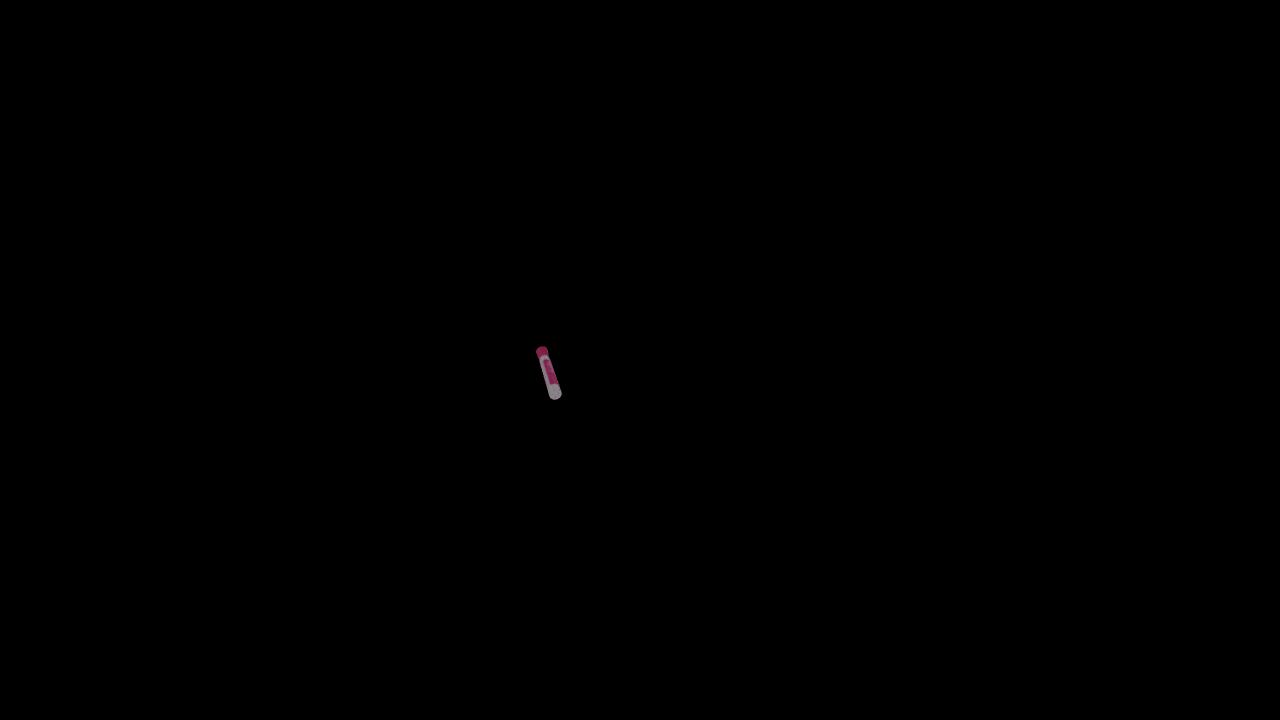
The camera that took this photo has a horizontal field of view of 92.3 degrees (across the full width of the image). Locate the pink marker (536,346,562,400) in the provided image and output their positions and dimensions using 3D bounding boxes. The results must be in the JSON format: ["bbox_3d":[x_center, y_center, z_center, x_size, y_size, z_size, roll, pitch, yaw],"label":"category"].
[{"bbox_3d":[-0.141,0.017,0.945,0.020,0.020,0.121,0,35,-21],"label":"pink marker"}]
